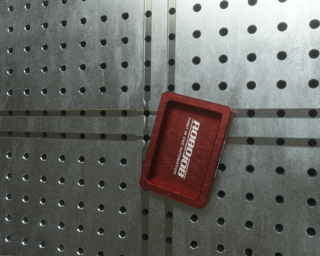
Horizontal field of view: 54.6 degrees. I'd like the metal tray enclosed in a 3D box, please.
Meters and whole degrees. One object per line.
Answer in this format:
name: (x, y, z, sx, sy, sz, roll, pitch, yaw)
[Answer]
metal tray: (0.033, 0.026, 0.398, 0.090, 0.030, 0.129, 16, 95, 19)
